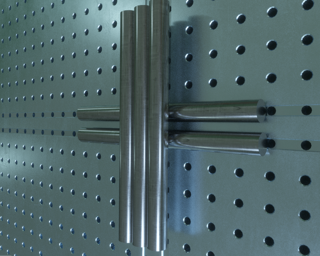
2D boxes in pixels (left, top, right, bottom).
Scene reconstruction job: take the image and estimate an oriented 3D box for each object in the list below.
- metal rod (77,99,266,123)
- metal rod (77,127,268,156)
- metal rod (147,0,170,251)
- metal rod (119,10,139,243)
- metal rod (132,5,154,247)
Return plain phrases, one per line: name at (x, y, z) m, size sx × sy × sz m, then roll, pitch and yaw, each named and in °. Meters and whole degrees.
metal rod at (-0.011, -0.021, 0.417) m, size 0.300 × 0.025 × 0.025 m, roll 1°, pitch 91°, yaw 39°
metal rod at (-0.009, 0.014, 0.415) m, size 0.300 × 0.025 × 0.025 m, roll 1°, pitch 91°, yaw 39°
metal rod at (-0.002, -0.004, 0.377) m, size 0.025 × 0.025 × 0.298 m, roll 1°, pitch 91°, yaw 39°
metal rod at (-0.041, -0.002, 0.409) m, size 0.025 × 0.025 × 0.298 m, roll 1°, pitch 91°, yaw 39°
metal rod at (-0.021, -0.002, 0.393) m, size 0.025 × 0.025 × 0.298 m, roll 1°, pitch 91°, yaw 39°
